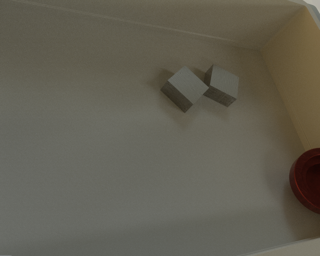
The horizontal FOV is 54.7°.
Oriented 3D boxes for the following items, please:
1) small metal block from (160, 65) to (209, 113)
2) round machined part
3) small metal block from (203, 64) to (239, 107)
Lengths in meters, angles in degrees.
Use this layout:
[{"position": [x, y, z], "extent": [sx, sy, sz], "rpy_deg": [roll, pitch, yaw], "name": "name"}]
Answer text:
[{"position": [0.037, -0.058, 0.463], "extent": [0.050, 0.025, 0.050], "rpy_deg": [43, 51, 1], "name": "small metal block"}, {"position": [0.243, 0.082, 0.463], "extent": [0.099, 0.042, 0.098], "rpy_deg": [0, 63, 0], "name": "round machined part"}, {"position": [0.099, -0.069, 0.503], "extent": [0.050, 0.025, 0.050], "rpy_deg": [25, 53, -13], "name": "small metal block"}]
